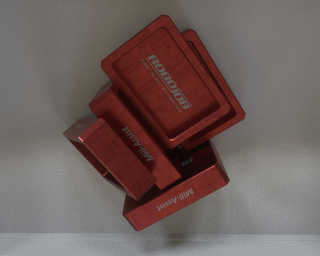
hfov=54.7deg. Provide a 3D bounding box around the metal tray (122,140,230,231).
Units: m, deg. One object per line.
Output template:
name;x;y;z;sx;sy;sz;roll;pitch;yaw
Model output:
metal tray;0.017;0.068;0.400;0.130;0.090;0.030;-31;108;10

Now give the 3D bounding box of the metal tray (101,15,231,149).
metal tray;0.008;-0.050;0.356;0.090;0.030;0.130;-35;106;12

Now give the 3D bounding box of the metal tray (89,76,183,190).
metal tray;-0.024;0.002;0.374;0.030;0.090;0.130;-35;107;12

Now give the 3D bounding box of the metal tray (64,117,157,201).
metal tray;-0.065;0.032;0.366;0.030;0.130;0.090;-44;107;-17

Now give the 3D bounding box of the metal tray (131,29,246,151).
metal tray;0.036;-0.046;0.392;0.090;0.030;0.130;-32;106;12
